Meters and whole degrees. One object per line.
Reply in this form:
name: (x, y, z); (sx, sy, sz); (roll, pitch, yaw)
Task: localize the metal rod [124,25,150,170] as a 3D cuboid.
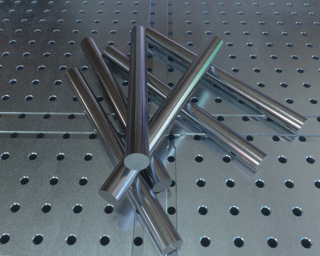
metal rod: (-0.030, -0.065, 0.416); (0.025, 0.025, 0.300); (-2, 41, -2)

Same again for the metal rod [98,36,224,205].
metal rod: (0.018, -0.031, 0.400); (0.025, 0.025, 0.301); (22, 53, 17)

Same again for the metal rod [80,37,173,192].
metal rod: (-0.060, -0.039, 0.440); (0.025, 0.025, 0.300); (-20, 53, -16)

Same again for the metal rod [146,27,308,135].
metal rod: (0.083, -0.083, 0.478); (0.025, 0.025, 0.300); (-37, 59, -27)

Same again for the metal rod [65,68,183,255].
metal rod: (-0.061, 0.018, 0.392); (0.025, 0.025, 0.300); (-23, 54, -18)

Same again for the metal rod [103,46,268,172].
metal rod: (0.019, -0.041, 0.442); (0.025, 0.025, 0.300); (-36, 59, -26)
